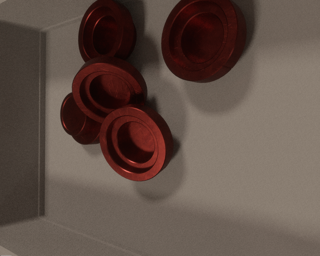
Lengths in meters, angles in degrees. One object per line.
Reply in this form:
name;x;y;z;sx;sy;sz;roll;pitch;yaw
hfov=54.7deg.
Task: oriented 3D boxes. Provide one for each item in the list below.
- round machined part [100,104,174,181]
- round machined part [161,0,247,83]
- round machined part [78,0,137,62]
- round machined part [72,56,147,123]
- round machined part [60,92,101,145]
round machined part;-0.026;0.016;0.404;0.098;0.042;0.097;8;108;26
round machined part;0.052;-0.100;0.351;0.098;0.042;0.097;0;90;39
round machined part;-0.073;-0.133;0.453;0.098;0.042;0.097;0;90;39
round machined part;-0.066;-0.054;0.425;0.098;0.098;0.042;-39;24;33
round machined part;-0.122;-0.022;0.494;0.098;0.042;0.097;0;90;39
